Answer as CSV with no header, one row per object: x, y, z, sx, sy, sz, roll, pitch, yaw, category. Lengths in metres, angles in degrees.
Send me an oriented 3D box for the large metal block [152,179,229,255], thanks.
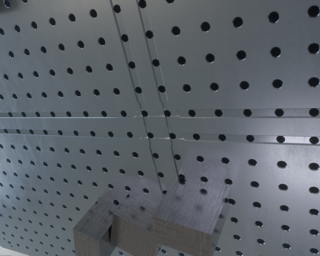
0.044,0.123,0.429,0.080,0.080,0.050,11,123,22,large metal block

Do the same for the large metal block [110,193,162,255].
-0.033,0.168,0.517,0.080,0.050,0.079,22,127,15,large metal block

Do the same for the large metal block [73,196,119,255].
-0.104,0.183,0.545,0.050,0.080,0.079,18,126,18,large metal block
